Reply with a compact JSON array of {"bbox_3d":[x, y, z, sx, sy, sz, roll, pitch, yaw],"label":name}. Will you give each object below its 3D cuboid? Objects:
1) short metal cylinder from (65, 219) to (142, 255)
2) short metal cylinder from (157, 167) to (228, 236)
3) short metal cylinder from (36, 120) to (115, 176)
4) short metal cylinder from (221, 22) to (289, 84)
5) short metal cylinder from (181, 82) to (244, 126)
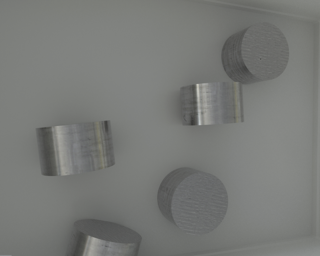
[{"bbox_3d":[-0.066,0.143,0.358,0.081,0.080,0.050,16,85,-20],"label":"short metal cylinder"},{"bbox_3d":[0.043,0.096,0.415,0.081,0.050,0.079,0,90,-21],"label":"short metal cylinder"},{"bbox_3d":[-0.093,0.020,0.347,0.081,0.080,0.050,-7,93,-20],"label":"short metal cylinder"},{"bbox_3d":[0.137,-0.106,0.450,0.081,0.050,0.079,0,90,-21],"label":"short metal cylinder"},{"bbox_3d":[0.068,-0.031,0.408,0.081,0.080,0.050,-4,92,-20],"label":"short metal cylinder"}]
